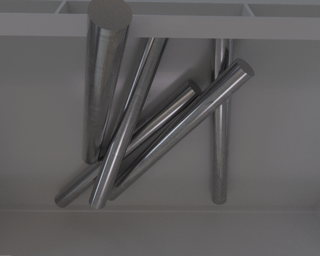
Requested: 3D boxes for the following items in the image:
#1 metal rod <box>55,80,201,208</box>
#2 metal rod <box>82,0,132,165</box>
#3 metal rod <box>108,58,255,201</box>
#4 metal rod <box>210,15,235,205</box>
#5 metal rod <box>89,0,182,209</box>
[{"bbox_3d":[-0.060,0.036,0.438,0.025,0.025,0.299,35,122,-26],"label":"metal rod"},{"bbox_3d":[-0.064,-0.012,0.310,0.025,0.025,0.299,12,157,-10],"label":"metal rod"},{"bbox_3d":[0.004,0.021,0.408,0.025,0.025,0.298,27,131,-22],"label":"metal rod"},{"bbox_3d":[0.080,0.003,0.411,0.025,0.025,0.298,-5,130,4],"label":"metal rod"},{"bbox_3d":[-0.041,-0.008,0.379,0.025,0.025,0.298,16,122,-13],"label":"metal rod"}]
